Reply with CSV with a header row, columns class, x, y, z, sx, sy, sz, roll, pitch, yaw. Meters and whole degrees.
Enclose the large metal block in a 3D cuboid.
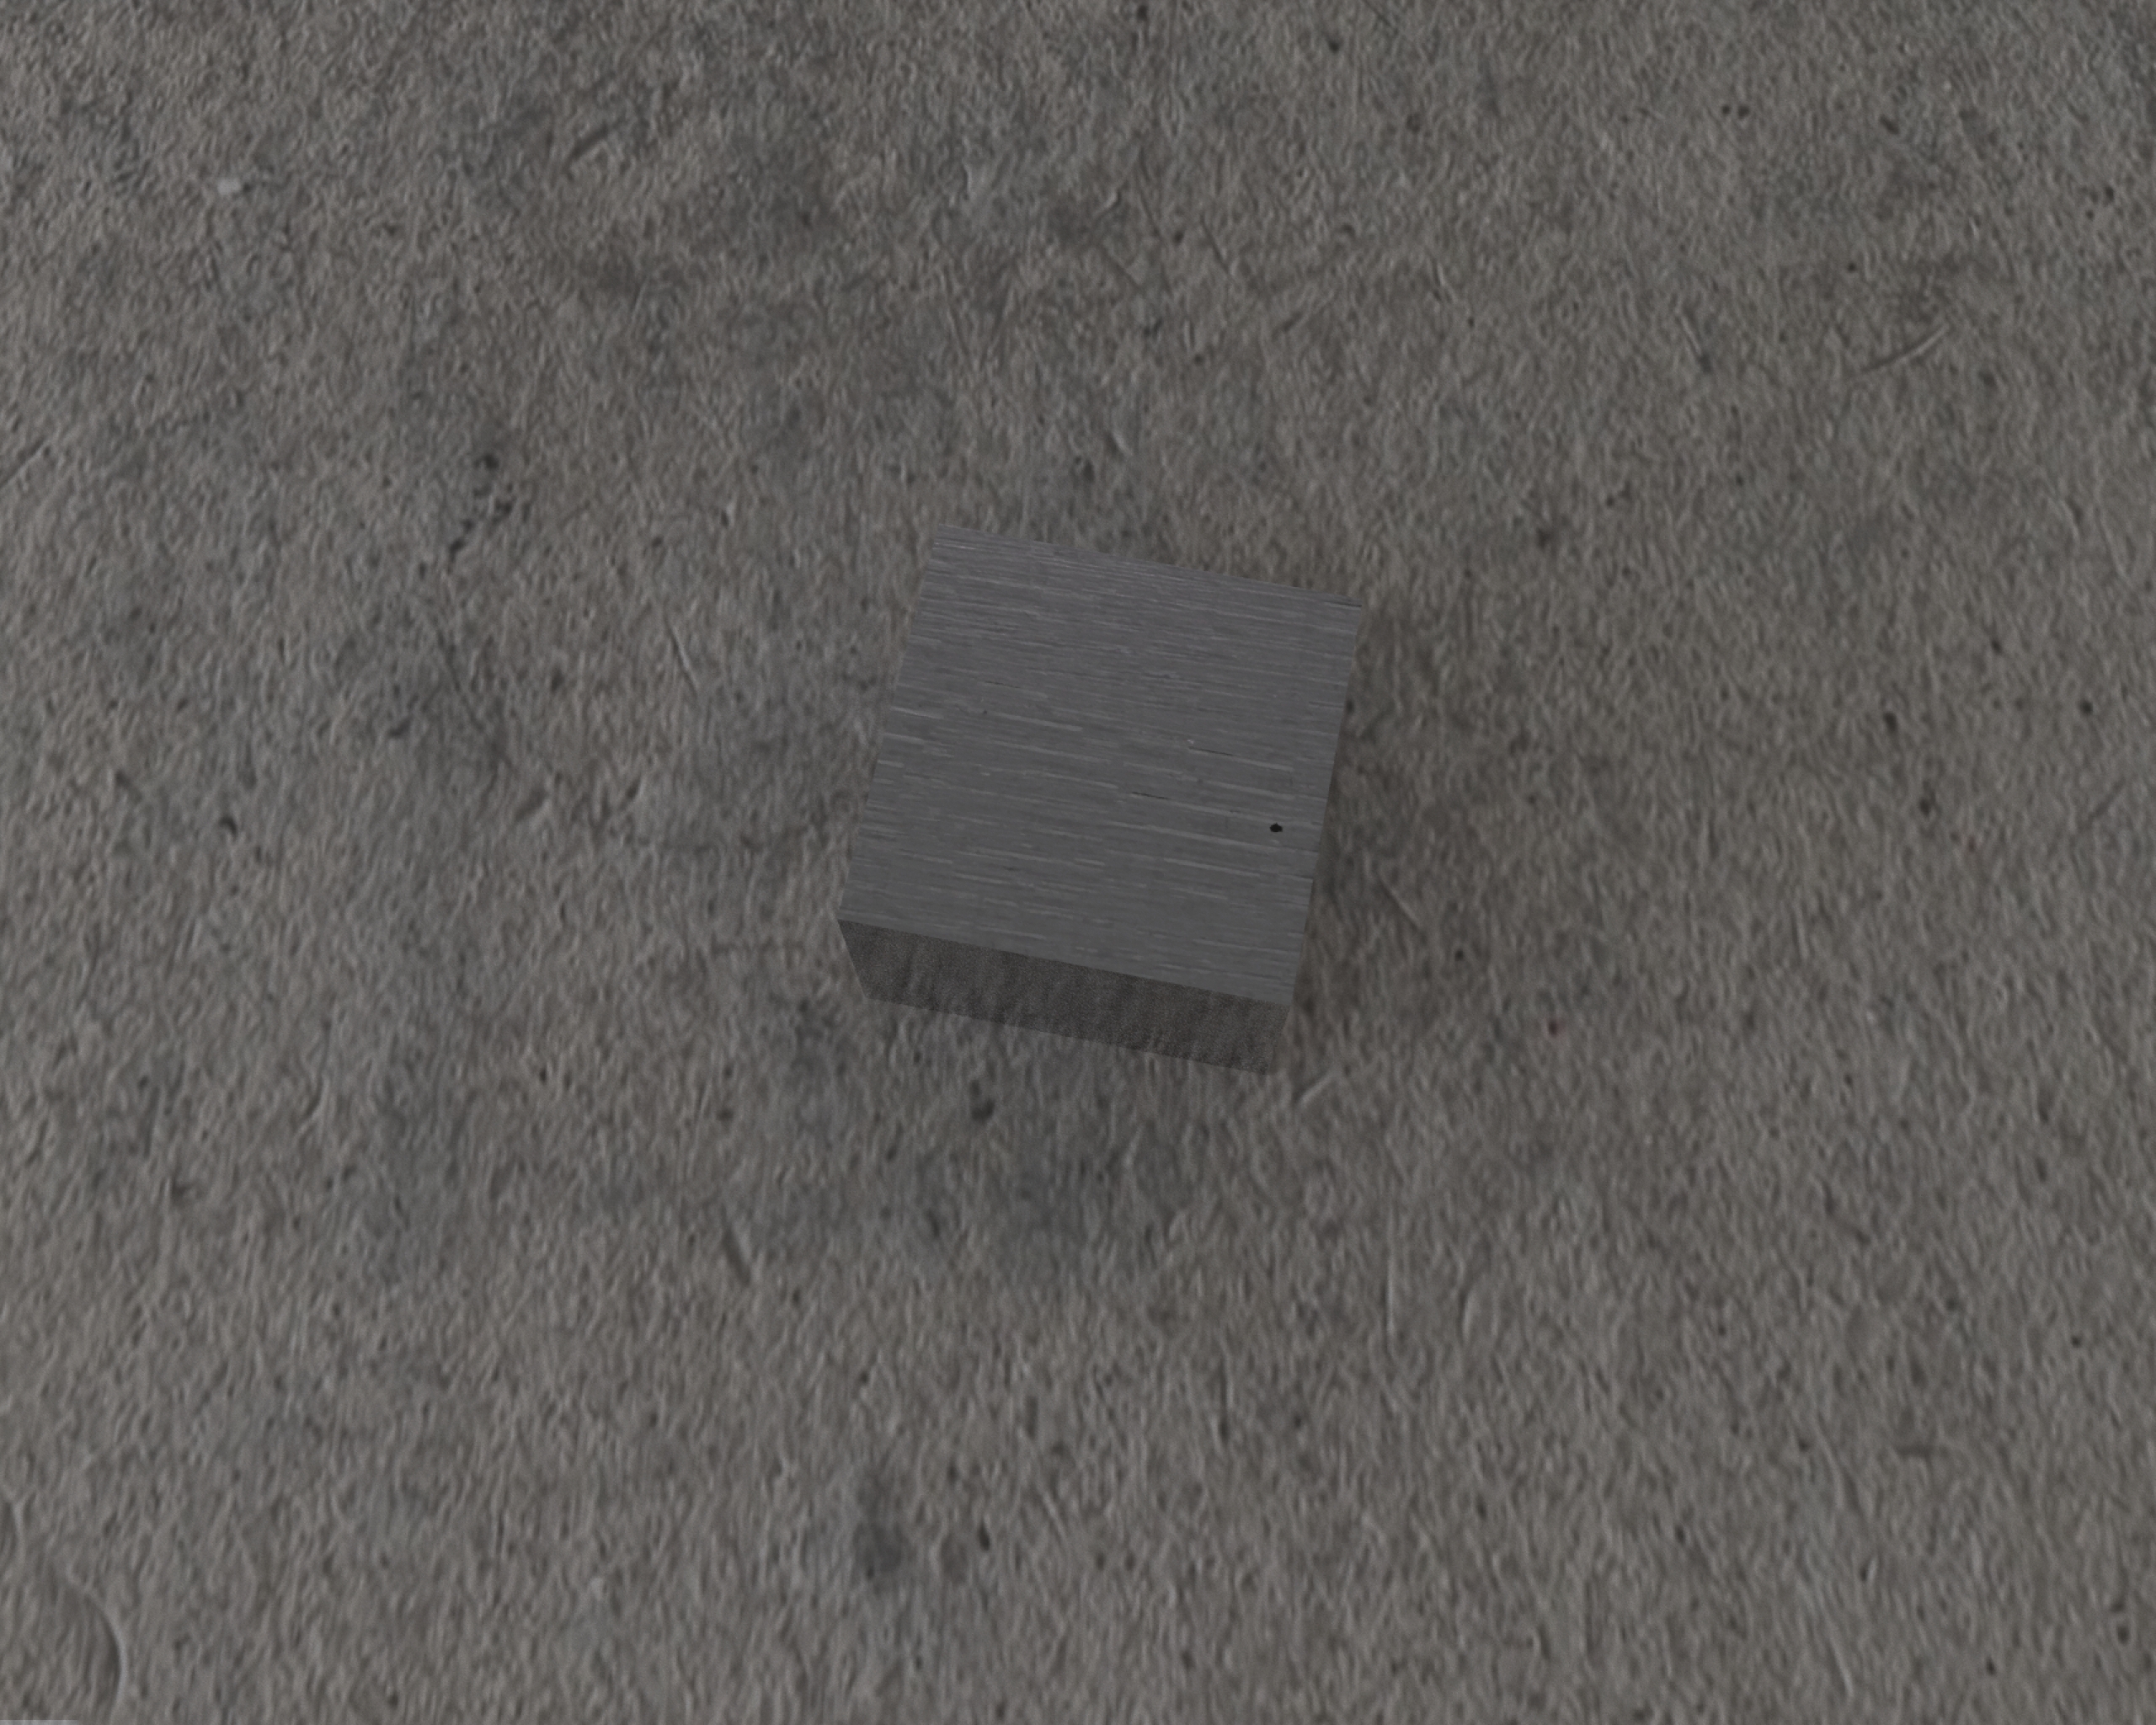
class,x,y,z,sx,sy,sz,roll,pitch,yaw
large metal block,0.005,-0.011,0.399,0.080,0.050,0.080,11,70,4
